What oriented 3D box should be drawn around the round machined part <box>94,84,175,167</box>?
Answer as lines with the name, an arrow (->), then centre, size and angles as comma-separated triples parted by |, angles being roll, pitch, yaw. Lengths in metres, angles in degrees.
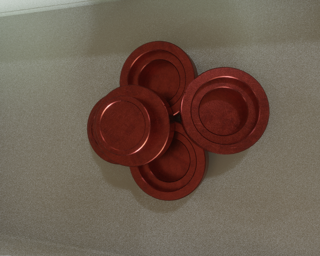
round machined part -> -0.036, -0.003, 0.365 | 0.098, 0.042, 0.097 | 0, 90, 19

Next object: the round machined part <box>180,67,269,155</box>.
round machined part -> 0.072, -0.019, 0.363 | 0.099, 0.042, 0.097 | 0, 87, -1

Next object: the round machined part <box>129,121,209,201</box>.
round machined part -> 0.014, 0.039, 0.394 | 0.098, 0.042, 0.097 | 0, 90, 19

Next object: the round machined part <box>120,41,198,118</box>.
round machined part -> 0.002, -0.058, 0.399 | 0.098, 0.042, 0.097 | 0, 90, 19

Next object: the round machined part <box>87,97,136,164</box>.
round machined part -> -0.056, 0.001, 0.417 | 0.098, 0.042, 0.097 | 0, 90, 19
